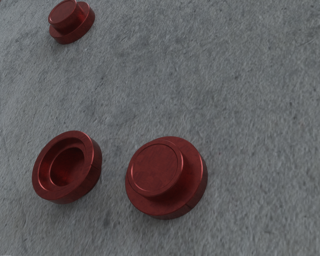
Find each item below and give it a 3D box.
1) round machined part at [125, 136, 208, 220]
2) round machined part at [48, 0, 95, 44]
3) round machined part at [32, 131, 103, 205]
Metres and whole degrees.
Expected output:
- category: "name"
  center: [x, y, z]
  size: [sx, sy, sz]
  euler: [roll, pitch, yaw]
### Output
- category: "round machined part"
  center: [0.002, 0.052, 0.359]
  size: [0.098, 0.042, 0.098]
  euler: [-13, 56, 20]
- category: "round machined part"
  center: [-0.184, -0.219, 0.621]
  size: [0.098, 0.042, 0.098]
  euler: [-13, 56, 20]
- category: "round machined part"
  center: [-0.119, 0.056, 0.420]
  size: [0.098, 0.042, 0.098]
  euler: [-13, 56, 20]
